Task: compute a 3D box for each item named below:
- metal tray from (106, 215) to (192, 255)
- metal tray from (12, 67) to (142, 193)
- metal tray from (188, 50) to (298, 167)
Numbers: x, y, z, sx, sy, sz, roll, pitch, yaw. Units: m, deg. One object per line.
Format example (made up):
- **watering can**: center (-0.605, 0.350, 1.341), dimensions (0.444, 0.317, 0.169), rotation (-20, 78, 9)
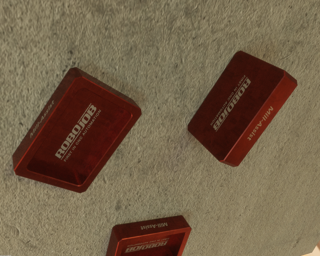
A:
- **metal tray**: center (-0.019, 0.196, 0.514), dimensions (0.131, 0.030, 0.089), rotation (1, 118, -29)
- **metal tray**: center (-0.094, 0.008, 0.356), dimensions (0.090, 0.030, 0.130), rotation (29, 102, -38)
- **metal tray**: center (0.100, -0.027, 0.402), dimensions (0.030, 0.090, 0.129), rotation (23, 106, -37)
